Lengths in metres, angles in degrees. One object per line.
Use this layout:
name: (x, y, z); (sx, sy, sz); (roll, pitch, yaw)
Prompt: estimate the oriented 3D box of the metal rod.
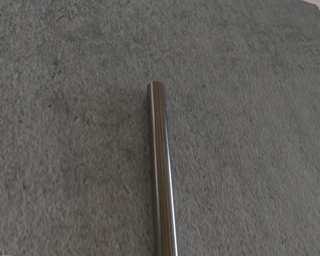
metal rod: (0.003, 0.072, 0.362); (0.025, 0.025, 0.299); (10, 57, -23)
